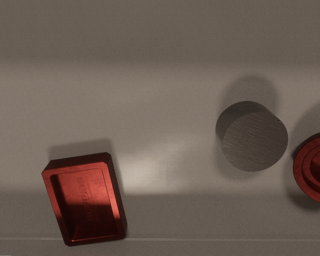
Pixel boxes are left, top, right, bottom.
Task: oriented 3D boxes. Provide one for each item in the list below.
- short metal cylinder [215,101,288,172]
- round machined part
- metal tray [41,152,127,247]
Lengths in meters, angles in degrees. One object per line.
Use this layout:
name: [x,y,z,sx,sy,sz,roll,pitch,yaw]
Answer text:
short metal cylinder: [0.117,0.010,0.403,0.081,0.050,0.079,0,110,-1]
round machined part: [0.231,0.050,0.410,0.098,0.042,0.097,8,108,25]
metal tray: [-0.104,0.104,0.445,0.091,0.030,0.129,-9,110,2]
